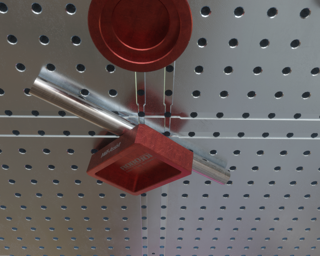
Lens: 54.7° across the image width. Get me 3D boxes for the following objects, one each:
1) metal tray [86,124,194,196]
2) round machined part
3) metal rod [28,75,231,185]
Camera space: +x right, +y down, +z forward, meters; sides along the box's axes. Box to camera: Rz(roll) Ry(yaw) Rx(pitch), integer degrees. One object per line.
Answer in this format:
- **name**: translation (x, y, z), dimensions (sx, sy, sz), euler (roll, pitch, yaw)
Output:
- **metal tray**: translation (-0.030, 0.049, 0.425), dimensions (0.090, 0.030, 0.130), euler (31, 140, -26)
- **round machined part**: translation (-0.018, -0.108, 0.308), dimensions (0.099, 0.042, 0.097), euler (-1, 130, 0)
- **metal rod**: translation (-0.025, 0.012, 0.421), dimensions (0.301, 0.025, 0.025), euler (27, 125, -22)
